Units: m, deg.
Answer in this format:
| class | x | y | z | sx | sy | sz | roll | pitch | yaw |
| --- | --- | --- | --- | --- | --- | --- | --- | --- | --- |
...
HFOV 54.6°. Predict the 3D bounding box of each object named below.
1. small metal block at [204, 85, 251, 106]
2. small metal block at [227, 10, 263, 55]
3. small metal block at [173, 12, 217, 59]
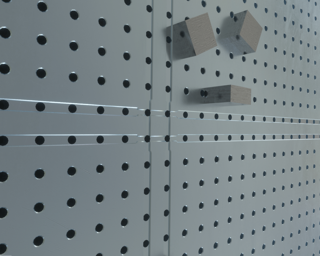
| class | x | y | z | sx | sy | sz | roll | pitch | yaw |
| --- | --- | --- | --- | --- | --- | --- | --- | --- | --- |
| small metal block | 0.105 | -0.049 | 0.479 | 0.050 | 0.050 | 0.025 | 3 | 89 | -40 |
| small metal block | 0.146 | -0.162 | 0.529 | 0.050 | 0.025 | 0.050 | 32 | 70 | -35 |
| small metal block | 0.052 | -0.134 | 0.451 | 0.050 | 0.025 | 0.050 | -32 | 110 | -35 |
